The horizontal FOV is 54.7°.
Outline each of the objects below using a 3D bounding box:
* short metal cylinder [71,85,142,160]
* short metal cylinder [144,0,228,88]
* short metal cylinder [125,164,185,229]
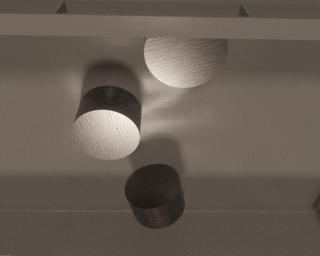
[{"bbox_3d":[-0.064,-0.006,0.387,0.081,0.050,0.079,0,130,0],"label":"short metal cylinder"},{"bbox_3d":[0.025,-0.088,0.318,0.081,0.050,0.079,0,130,0],"label":"short metal cylinder"},{"bbox_3d":[-0.006,0.100,0.458,0.080,0.080,0.050,-9,130,7],"label":"short metal cylinder"}]
